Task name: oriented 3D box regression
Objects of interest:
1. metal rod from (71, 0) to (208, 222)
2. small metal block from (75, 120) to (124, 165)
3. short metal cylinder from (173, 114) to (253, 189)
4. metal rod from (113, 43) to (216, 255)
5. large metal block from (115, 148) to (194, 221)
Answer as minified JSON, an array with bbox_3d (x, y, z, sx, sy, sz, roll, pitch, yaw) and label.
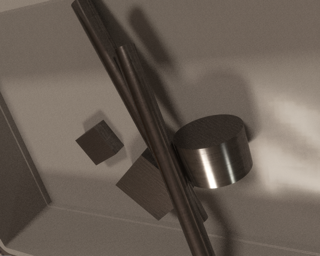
[{"bbox_3d":[-0.023,-0.017,0.373,0.025,0.025,0.299,-26,94,36],"label":"metal rod"},{"bbox_3d":[-0.091,0.023,0.469,0.050,0.025,0.050,-30,102,37],"label":"small metal block"},{"bbox_3d":[0.061,0.025,0.356,0.080,0.080,0.050,-6,116,30],"label":"short metal cylinder"},{"bbox_3d":[0.014,0.050,0.351,0.025,0.025,0.299,-19,94,35],"label":"metal rod"},{"bbox_3d":[-0.003,0.071,0.437,0.080,0.050,0.080,40,129,0],"label":"large metal block"}]
